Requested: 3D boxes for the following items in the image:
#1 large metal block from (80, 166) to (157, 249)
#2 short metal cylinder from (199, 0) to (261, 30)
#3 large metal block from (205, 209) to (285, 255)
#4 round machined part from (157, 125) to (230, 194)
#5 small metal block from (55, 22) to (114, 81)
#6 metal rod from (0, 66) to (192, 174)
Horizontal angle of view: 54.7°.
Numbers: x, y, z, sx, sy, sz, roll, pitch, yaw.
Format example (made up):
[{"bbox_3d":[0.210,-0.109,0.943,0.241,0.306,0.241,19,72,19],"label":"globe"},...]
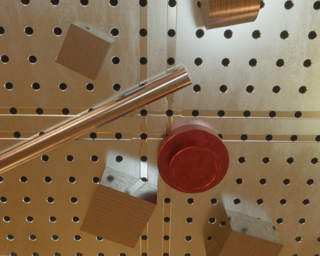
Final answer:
[{"bbox_3d":[-0.057,0.112,0.441,0.080,0.050,0.079,22,109,-8],"label":"large metal block"},{"bbox_3d":[0.070,-0.150,0.329,0.050,0.080,0.079,-9,110,3],"label":"short metal cylinder"},{"bbox_3d":[0.124,0.179,0.467,0.080,0.050,0.079,18,109,-7],"label":"large metal block"},{"bbox_3d":[0.046,0.048,0.422,0.099,0.042,0.097,0,110,0],"label":"round machined part"},{"bbox_3d":[-0.091,-0.093,0.378,0.050,0.025,0.050,26,108,-9],"label":"small metal block"},{"bbox_3d":[-0.100,-0.005,0.410,0.301,0.025,0.025,-24,108,8],"label":"metal rod"}]
